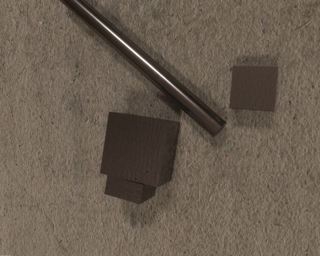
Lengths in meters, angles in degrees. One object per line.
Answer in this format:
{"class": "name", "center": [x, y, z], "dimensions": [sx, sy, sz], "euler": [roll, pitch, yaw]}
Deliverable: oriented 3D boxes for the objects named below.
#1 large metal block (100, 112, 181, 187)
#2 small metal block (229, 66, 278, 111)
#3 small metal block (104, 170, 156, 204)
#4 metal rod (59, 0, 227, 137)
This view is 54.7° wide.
{"class": "large metal block", "center": [-0.025, 0.025, 0.403], "dimensions": [0.080, 0.050, 0.079], "euler": [10, 93, 19]}
{"class": "small metal block", "center": [0.112, -0.047, 0.369], "dimensions": [0.050, 0.025, 0.050], "euler": [5, 92, 19]}
{"class": "small metal block", "center": [-0.037, 0.076, 0.408], "dimensions": [0.050, 0.050, 0.025], "euler": [11, 94, 19]}
{"class": "metal rod", "center": [-0.032, -0.097, 0.419], "dimensions": [0.300, 0.025, 0.025], "euler": [43, 103, 14]}
